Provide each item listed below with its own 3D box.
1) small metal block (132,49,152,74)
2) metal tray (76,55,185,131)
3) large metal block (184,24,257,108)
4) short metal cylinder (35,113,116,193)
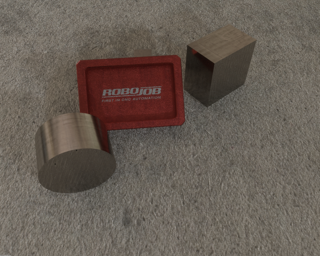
[{"bbox_3d":[-0.025,-0.079,0.454,0.025,0.050,0.050,0,50,0],"label":"small metal block"},{"bbox_3d":[-0.037,-0.044,0.402,0.131,0.030,0.089,-4,92,-4],"label":"metal tray"},{"bbox_3d":[0.083,-0.089,0.443,0.081,0.080,0.050,-32,57,-24],"label":"large metal block"},{"bbox_3d":[-0.094,0.029,0.343,0.081,0.080,0.050,-14,52,-12],"label":"short metal cylinder"}]
